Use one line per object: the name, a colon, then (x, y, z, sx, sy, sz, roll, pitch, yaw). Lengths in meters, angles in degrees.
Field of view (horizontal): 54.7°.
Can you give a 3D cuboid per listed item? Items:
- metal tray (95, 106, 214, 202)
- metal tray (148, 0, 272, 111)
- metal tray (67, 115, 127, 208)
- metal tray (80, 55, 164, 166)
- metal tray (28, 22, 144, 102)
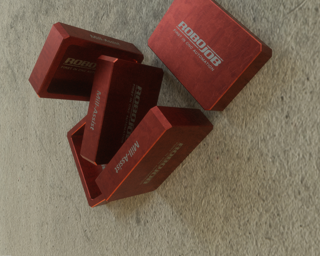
metal tray: (-0.007, 0.032, 0.368, 0.129, 0.091, 0.030, -51, 61, 28)
metal tray: (0.051, -0.094, 0.360, 0.090, 0.030, 0.130, -52, 60, 27)
metal tray: (-0.091, 0.044, 0.475, 0.090, 0.030, 0.130, -35, 69, 34)
metal tray: (-0.047, -0.021, 0.400, 0.030, 0.091, 0.129, 21, 103, 38)
metal tray: (-0.093, -0.079, 0.413, 0.030, 0.131, 0.090, 51, 119, 27)
